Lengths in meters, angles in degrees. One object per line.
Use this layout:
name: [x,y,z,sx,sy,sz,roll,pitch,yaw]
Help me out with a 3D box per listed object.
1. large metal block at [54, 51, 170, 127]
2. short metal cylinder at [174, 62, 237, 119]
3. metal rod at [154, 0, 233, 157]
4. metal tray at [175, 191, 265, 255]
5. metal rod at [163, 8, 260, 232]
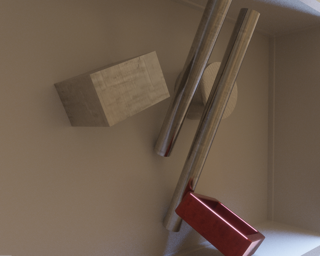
large metal block: [-0.051,-0.040,0.329,0.081,0.080,0.050,-30,109,-36]
short metal cylinder: [0.067,-0.052,0.449,0.081,0.050,0.079,0,90,-40]
metal rod: [0.050,-0.097,0.357,0.025,0.025,0.298,-1,121,-40]
metal tray: [0.083,0.127,0.405,0.030,0.090,0.130,-55,151,1]
metal rod: [0.064,-0.004,0.404,0.025,0.025,0.298,13,100,-40]
